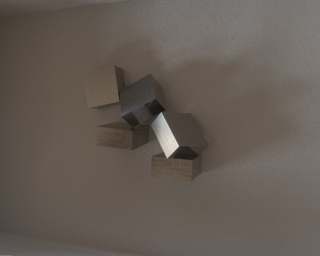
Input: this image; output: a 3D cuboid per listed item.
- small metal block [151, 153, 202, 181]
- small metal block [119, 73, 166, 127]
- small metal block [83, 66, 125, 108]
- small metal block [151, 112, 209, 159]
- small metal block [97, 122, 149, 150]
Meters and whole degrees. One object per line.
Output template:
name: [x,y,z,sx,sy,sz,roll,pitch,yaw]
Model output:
small metal block: [0.022,0.047,0.389,0.050,0.050,0.025,3,94,20]
small metal block: [-0.024,-0.036,0.405,0.050,0.025,0.050,-27,45,17]
small metal block: [-0.077,-0.056,0.438,0.050,0.025,0.050,-10,87,19]
small metal block: [0.024,0.008,0.379,0.025,0.050,0.050,-50,54,37]
small metal block: [-0.049,0.009,0.413,0.050,0.050,0.025,6,100,20]
